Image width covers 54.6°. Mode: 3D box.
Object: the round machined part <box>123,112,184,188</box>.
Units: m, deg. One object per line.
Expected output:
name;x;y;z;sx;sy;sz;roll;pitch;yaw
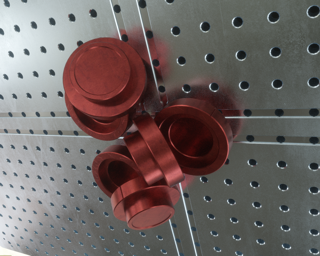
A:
round machined part;-0.012;0.032;0.388;0.042;0.098;0.098;-29;107;-6

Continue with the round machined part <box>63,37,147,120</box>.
round machined part;-0.065;-0.061;0.362;0.098;0.042;0.098;0;82;2

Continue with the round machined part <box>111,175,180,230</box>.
round machined part;-0.017;0.110;0.441;0.099;0.042;0.098;-13;142;-11

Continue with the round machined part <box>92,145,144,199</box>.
round machined part;-0.050;0.066;0.467;0.098;0.042;0.097;13;124;21

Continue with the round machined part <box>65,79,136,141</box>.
round machined part;-0.075;-0.035;0.418;0.098;0.042;0.097;13;124;21

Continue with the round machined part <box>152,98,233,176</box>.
round machined part;0.041;0.007;0.383;0.098;0.042;0.097;13;124;21
